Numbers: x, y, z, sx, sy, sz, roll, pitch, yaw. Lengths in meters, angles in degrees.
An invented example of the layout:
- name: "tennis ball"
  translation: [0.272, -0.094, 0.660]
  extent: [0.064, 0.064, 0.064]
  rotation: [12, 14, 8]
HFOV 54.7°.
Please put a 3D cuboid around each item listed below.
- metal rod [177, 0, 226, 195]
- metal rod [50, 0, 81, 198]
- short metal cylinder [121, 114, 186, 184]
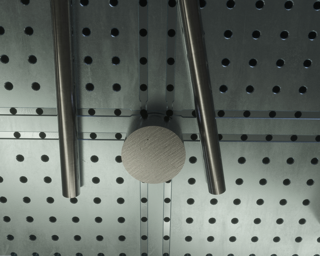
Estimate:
- name: "metal rod"
  translation: [0.054, -0.048, 0.396]
  extent: [0.025, 0.025, 0.298]
  rotation: [-11, 110, 4]
- name: "metal rod"
  translation: [-0.120, -0.045, 0.395]
  extent: [0.025, 0.025, 0.298]
  rotation: [3, 110, -1]
- name: "short metal cylinder"
  translation: [-0.008, 0.026, 0.409]
  extent: [0.081, 0.050, 0.079]
  rotation: [0, 110, 0]
